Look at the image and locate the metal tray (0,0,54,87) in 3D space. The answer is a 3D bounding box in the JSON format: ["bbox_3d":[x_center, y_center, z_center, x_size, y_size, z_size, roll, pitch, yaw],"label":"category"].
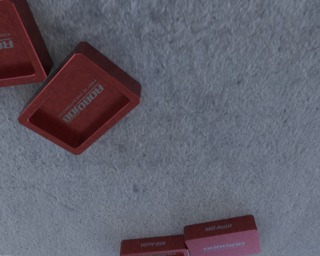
[{"bbox_3d":[-0.193,-0.086,0.327,0.131,0.030,0.089,-7,130,5],"label":"metal tray"}]

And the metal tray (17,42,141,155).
[{"bbox_3d":[-0.097,-0.029,0.377,0.090,0.030,0.130,37,121,-27],"label":"metal tray"}]

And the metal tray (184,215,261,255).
[{"bbox_3d":[0.119,0.212,0.586,0.131,0.030,0.090,-13,129,10],"label":"metal tray"}]

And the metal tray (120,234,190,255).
[{"bbox_3d":[-0.006,0.256,0.622,0.131,0.030,0.089,-7,130,5],"label":"metal tray"}]
